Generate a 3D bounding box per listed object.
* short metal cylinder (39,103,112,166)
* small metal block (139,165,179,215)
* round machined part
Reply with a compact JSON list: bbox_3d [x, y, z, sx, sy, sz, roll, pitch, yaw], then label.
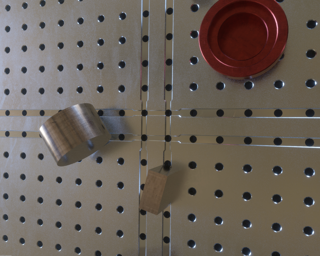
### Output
[{"bbox_3d":[-0.114,0.010,0.422,0.080,0.080,0.050,-36,79,16],"label":"short metal cylinder"},{"bbox_3d":[0.000,0.078,0.399,0.025,0.050,0.050,16,96,19],"label":"small metal block"},{"bbox_3d":[0.099,-0.106,0.368,0.098,0.042,0.097,0,90,19],"label":"round machined part"}]
